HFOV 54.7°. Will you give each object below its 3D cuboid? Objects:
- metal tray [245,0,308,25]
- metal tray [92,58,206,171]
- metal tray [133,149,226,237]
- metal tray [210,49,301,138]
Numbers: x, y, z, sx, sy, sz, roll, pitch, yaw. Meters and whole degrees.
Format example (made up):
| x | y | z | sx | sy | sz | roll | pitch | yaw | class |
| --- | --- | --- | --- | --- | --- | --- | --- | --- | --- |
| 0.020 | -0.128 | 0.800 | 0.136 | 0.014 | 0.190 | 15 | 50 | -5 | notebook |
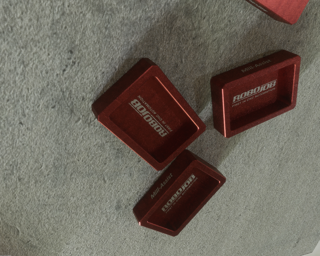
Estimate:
| x | y | z | sx | sy | sz | roll | pitch | yaw | class |
| --- | --- | --- | --- | --- | --- | --- | --- | --- | --- |
| 0.133 | -0.188 | 0.359 | 0.131 | 0.030 | 0.089 | 14 | 111 | -34 | metal tray |
| -0.009 | -0.012 | 0.390 | 0.090 | 0.030 | 0.130 | -43 | 130 | 1 | metal tray |
| 0.032 | 0.105 | 0.485 | 0.090 | 0.030 | 0.130 | 34 | 99 | -39 | metal tray |
| 0.139 | -0.049 | 0.448 | 0.131 | 0.030 | 0.089 | -23 | 127 | -15 | metal tray |
